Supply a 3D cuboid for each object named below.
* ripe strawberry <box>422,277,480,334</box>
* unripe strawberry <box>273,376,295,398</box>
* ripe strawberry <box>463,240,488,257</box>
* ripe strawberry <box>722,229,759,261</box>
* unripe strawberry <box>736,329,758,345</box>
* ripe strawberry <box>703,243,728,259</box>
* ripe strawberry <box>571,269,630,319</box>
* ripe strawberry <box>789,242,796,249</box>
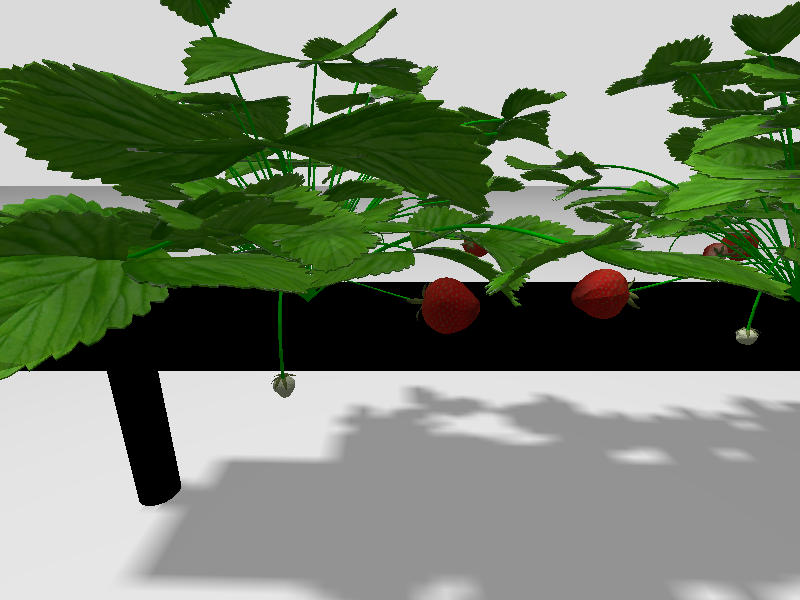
[{"bbox_3d":[0.039,0.005,0.296,0.042,0.041,0.039,10,21,28],"label":"ripe strawberry"},{"bbox_3d":[-0.059,0.044,0.204,0.011,0.011,0.010,-3,18,-8],"label":"unripe strawberry"},{"bbox_3d":[0.107,-0.074,0.550,0.037,0.031,0.037,17,-4,42],"label":"ripe strawberry"},{"bbox_3d":[0.457,-0.075,0.541,0.040,0.043,0.043,8,19,25],"label":"ripe strawberry"},{"bbox_3d":[0.230,0.025,0.266,0.010,0.011,0.012,-13,22,-35],"label":"unripe strawberry"},{"bbox_3d":[0.398,-0.059,0.507,0.025,0.029,0.027,4,18,12],"label":"ripe strawberry"},{"bbox_3d":[0.159,-0.005,0.323,0.043,0.042,0.040,-4,18,-11],"label":"ripe strawberry"},{"bbox_3d":[0.519,-0.063,0.510,0.038,0.032,0.038,17,18,42],"label":"ripe strawberry"}]
